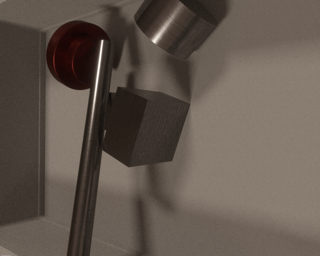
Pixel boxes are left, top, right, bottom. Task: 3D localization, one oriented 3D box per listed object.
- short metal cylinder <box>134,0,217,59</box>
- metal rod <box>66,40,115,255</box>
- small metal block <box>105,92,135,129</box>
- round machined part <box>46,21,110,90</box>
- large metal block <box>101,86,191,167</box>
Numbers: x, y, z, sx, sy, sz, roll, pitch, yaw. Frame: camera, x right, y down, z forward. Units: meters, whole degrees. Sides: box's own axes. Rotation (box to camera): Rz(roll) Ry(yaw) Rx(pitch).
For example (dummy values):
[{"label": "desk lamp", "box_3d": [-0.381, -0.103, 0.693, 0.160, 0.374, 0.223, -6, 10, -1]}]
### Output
[{"label": "short metal cylinder", "box_3d": [0.018, -0.125, 0.355, 0.050, 0.081, 0.080, -48, 62, 29]}, {"label": "metal rod", "box_3d": [-0.084, 0.029, 0.379, 0.025, 0.025, 0.299, -11, 68, 39]}, {"label": "small metal block", "box_3d": [-0.058, -0.022, 0.436, 0.025, 0.050, 0.050, -2, 89, 39]}, {"label": "round machined part", "box_3d": [-0.107, -0.100, 0.445, 0.042, 0.099, 0.097, 28, 108, 36]}, {"label": "large metal block", "box_3d": [-0.016, -0.002, 0.383, 0.050, 0.081, 0.079, 27, 107, 36]}]
